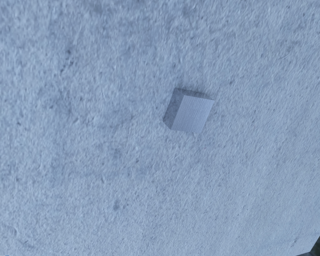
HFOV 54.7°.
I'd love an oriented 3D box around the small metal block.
[{"bbox_3d":[0.038,-0.023,0.415,0.050,0.025,0.050,6,115,-32],"label":"small metal block"}]
